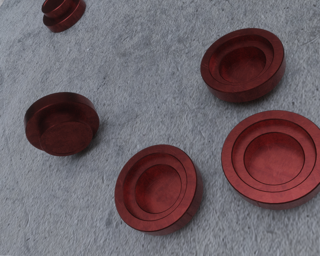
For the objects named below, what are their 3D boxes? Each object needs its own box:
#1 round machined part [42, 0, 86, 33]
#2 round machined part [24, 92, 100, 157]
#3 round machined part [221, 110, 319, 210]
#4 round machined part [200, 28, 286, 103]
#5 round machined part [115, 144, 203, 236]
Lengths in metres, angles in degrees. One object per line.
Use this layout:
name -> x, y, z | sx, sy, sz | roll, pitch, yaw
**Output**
round machined part -> -0.212, -0.255, 0.661 | 0.098, 0.042, 0.098 | -13, 56, 21
round machined part -> -0.131, 0.002, 0.426 | 0.098, 0.098, 0.042 | -34, 52, 6
round machined part -> 0.115, 0.034, 0.311 | 0.098, 0.042, 0.098 | -13, 56, 21
round machined part -> 0.104, -0.072, 0.383 | 0.098, 0.042, 0.098 | -13, 56, 21
round machined part -> 0.002, 0.071, 0.348 | 0.098, 0.042, 0.098 | -13, 56, 21
